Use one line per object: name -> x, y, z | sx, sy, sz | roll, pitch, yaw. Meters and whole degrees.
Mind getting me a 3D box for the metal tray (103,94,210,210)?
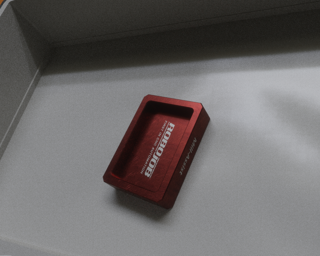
metal tray -> -0.003, 0.024, 0.388 | 0.090, 0.030, 0.130 | 13, 68, 33
